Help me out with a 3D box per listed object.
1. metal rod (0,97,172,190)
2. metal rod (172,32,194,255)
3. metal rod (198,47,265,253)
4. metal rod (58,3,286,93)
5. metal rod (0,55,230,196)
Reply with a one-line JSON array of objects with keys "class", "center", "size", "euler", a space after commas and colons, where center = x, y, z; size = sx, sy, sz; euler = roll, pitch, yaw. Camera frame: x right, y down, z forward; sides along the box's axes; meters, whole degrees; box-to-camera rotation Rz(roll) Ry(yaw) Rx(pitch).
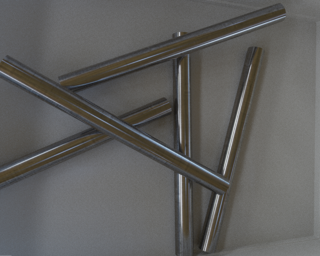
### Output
[{"class": "metal rod", "center": [-0.121, 0.030, 0.365], "size": [0.302, 0.025, 0.025], "euler": [-24, 98, -18]}, {"class": "metal rod", "center": [0.031, 0.022, 0.421], "size": [0.025, 0.025, 0.298], "euler": [-1, 90, -20]}, {"class": "metal rod", "center": [0.105, 0.027, 0.448], "size": [0.025, 0.025, 0.299], "euler": [17, 84, -19]}, {"class": "metal rod", "center": [0.023, -0.103, 0.393], "size": [0.302, 0.025, 0.025], "euler": [-21, 97, -10]}, {"class": "metal rod", "center": [-0.040, 0.007, 0.367], "size": [0.301, 0.025, 0.025], "euler": [30, 80, -18]}]
